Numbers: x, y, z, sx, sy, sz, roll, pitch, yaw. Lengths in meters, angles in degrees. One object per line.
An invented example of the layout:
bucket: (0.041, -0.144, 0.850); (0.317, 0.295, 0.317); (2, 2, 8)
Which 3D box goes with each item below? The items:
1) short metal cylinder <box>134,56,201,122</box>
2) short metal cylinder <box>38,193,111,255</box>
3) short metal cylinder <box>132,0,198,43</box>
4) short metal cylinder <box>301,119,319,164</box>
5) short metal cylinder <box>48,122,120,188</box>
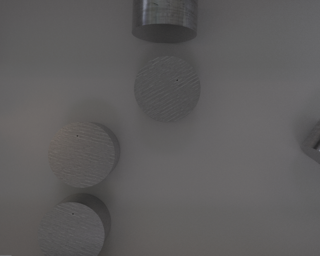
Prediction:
short metal cylinder: (0.009, -0.047, 0.399); (0.081, 0.050, 0.080); (0, 90, 0)
short metal cylinder: (-0.107, 0.129, 0.398); (0.081, 0.050, 0.080); (0, 90, 0)
short metal cylinder: (0.006, -0.141, 0.384); (0.081, 0.080, 0.050); (2, 90, 0)
short metal cylinder: (0.226, 0.025, 0.385); (0.080, 0.080, 0.050); (35, 90, 0)
short metal cylinder: (-0.095, 0.032, 0.398); (0.081, 0.050, 0.080); (0, 90, 0)
